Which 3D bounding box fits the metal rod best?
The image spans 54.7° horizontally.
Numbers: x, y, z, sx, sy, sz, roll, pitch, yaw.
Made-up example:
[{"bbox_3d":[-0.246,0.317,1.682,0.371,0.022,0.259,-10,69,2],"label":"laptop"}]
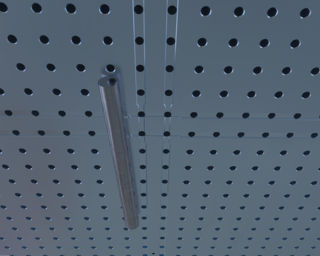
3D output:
[{"bbox_3d":[-0.055,0.059,0.460,0.025,0.025,0.298,-2,130,1],"label":"metal rod"}]
